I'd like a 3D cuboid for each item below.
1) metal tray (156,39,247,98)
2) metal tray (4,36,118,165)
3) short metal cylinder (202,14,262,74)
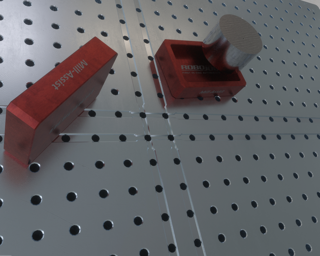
[{"bbox_3d":[0.068,-0.096,0.499,0.131,0.030,0.090,-6,65,-31],"label":"metal tray"},{"bbox_3d":[-0.103,-0.030,0.329,0.030,0.090,0.130,38,51,-3],"label":"metal tray"},{"bbox_3d":[0.115,-0.134,0.496,0.081,0.050,0.080,14,56,-21],"label":"short metal cylinder"}]
